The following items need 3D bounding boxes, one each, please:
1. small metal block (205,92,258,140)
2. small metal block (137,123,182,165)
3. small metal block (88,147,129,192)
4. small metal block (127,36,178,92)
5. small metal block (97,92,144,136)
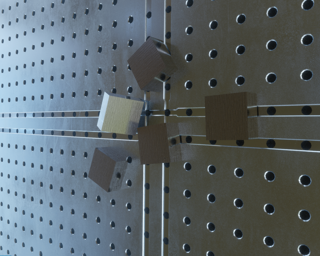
[{"bbox_3d":[0.079,-0.012,0.343,0.050,0.025,0.050,-3,88,39],"label":"small metal block"},{"bbox_3d":[-0.001,0.021,0.408,0.050,0.025,0.050,-10,84,39],"label":"small metal block"},{"bbox_3d":[-0.080,0.062,0.473,0.050,0.025,0.050,27,107,36],"label":"small metal block"},{"bbox_3d":[-0.011,-0.085,0.417,0.050,0.025,0.050,-38,67,33],"label":"small metal block"},{"bbox_3d":[-0.055,-0.020,0.433,0.025,0.050,0.050,37,115,60],"label":"small metal block"}]
